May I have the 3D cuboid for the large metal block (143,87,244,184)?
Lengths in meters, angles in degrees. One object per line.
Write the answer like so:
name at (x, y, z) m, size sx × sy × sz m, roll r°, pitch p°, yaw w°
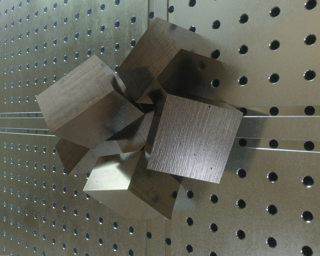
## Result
large metal block at (0.032, 0.007, 0.338) m, size 0.050 × 0.080 × 0.080 m, roll -115°, pitch 39°, yaw -73°

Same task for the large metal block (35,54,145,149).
large metal block at (-0.077, -0.025, 0.356) m, size 0.080 × 0.080 × 0.050 m, roll -34°, pitch 67°, yaw 8°

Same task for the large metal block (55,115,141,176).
large metal block at (-0.089, 0.021, 0.447) m, size 0.080 × 0.081 × 0.050 m, roll -46°, pitch 63°, yaw 30°

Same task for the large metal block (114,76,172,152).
large metal block at (-0.020, -0.012, 0.413) m, size 0.080 × 0.050 × 0.080 m, roll -47°, pitch 62°, yaw 30°

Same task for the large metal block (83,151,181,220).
large metal block at (-0.035, 0.075, 0.394) m, size 0.080 × 0.080 × 0.050 m, roll -11°, pitch 47°, yaw 39°

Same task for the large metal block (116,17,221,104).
large metal block at (0.010, -0.073, 0.366) m, size 0.080 × 0.081 × 0.050 m, roll -47°, pitch 63°, yaw 30°
